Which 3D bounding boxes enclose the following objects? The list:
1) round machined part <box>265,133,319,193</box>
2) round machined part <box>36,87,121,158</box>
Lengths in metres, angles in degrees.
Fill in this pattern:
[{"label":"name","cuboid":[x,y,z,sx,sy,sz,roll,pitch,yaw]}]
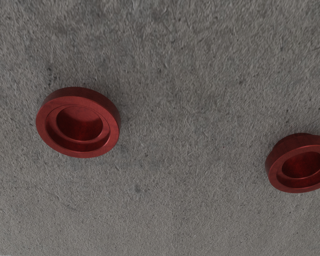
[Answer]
[{"label":"round machined part","cuboid":[0.198,0.045,0.436,0.099,0.042,0.097,0,130,0]},{"label":"round machined part","cuboid":[-0.098,-0.011,0.386,0.099,0.042,0.097,0,130,0]}]
